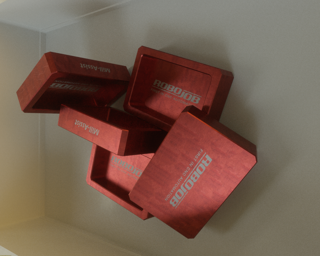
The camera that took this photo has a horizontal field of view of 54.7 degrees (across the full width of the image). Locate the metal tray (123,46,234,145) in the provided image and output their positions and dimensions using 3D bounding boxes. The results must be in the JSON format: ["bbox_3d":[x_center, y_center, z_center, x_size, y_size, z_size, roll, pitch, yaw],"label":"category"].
[{"bbox_3d":[0.017,-0.043,0.386,0.130,0.030,0.089,27,106,36],"label":"metal tray"}]

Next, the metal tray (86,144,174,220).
[{"bbox_3d":[-0.047,0.059,0.436,0.130,0.030,0.089,21,103,37],"label":"metal tray"}]

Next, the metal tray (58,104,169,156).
[{"bbox_3d":[-0.060,-0.001,0.408,0.130,0.091,0.030,20,103,38],"label":"metal tray"}]

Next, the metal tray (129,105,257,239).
[{"bbox_3d":[0.034,0.051,0.346,0.090,0.030,0.129,33,114,4],"label":"metal tray"}]

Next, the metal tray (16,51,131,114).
[{"bbox_3d":[-0.113,-0.055,0.425,0.090,0.131,0.030,-37,68,34],"label":"metal tray"}]
